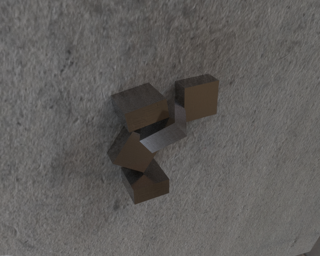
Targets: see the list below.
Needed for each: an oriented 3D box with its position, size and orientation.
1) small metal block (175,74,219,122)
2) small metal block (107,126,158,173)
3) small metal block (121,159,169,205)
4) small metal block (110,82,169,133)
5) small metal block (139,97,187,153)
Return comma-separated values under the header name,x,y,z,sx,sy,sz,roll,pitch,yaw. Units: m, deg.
name,x,y,z,sx,sy,sz,roll,pitch,yaw
small metal block,0.048,-0.040,0.410,0.050,0.025,0.050,-15,125,-20
small metal block,-0.033,0.026,0.407,0.050,0.025,0.050,23,106,-37
small metal block,-0.021,0.072,0.425,0.050,0.050,0.025,-14,125,-21
small metal block,-0.024,-0.026,0.363,0.050,0.050,0.025,-22,127,-16
small metal block,0.004,-0.004,0.379,0.050,0.050,0.025,-28,125,23
